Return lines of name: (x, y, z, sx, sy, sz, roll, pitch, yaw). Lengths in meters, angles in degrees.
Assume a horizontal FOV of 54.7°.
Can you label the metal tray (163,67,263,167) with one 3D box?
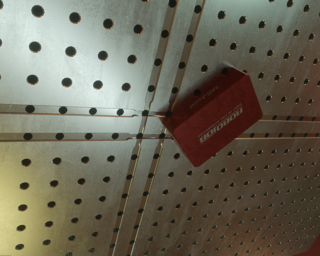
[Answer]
metal tray: (0.079, -0.013, 0.445, 0.130, 0.030, 0.090, -37, 130, -4)
